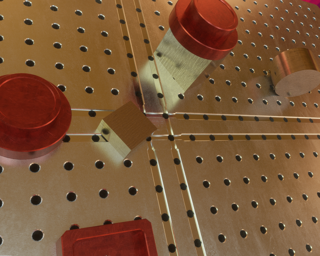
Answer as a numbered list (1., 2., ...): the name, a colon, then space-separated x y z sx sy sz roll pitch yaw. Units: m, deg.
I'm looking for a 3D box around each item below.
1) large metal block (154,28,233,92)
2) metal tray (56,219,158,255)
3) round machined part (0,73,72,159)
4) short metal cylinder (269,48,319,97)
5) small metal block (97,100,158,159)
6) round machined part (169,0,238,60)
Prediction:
1. large metal block: 0.048 -0.116 0.469 0.050 0.080 0.080 -31 79 -38
2. metal tray: -0.042 0.157 0.286 0.091 0.030 0.130 0 62 -28
3. round machined part: -0.144 -0.019 0.331 0.099 0.042 0.098 13 56 -21
4. short metal cylinder: 0.245 -0.100 0.565 0.081 0.080 0.050 9 58 -23
5. small metal block: -0.040 0.001 0.386 0.050 0.025 0.050 47 51 4
6. round machined part: 0.065 -0.143 0.416 0.099 0.042 0.098 13 56 -21
